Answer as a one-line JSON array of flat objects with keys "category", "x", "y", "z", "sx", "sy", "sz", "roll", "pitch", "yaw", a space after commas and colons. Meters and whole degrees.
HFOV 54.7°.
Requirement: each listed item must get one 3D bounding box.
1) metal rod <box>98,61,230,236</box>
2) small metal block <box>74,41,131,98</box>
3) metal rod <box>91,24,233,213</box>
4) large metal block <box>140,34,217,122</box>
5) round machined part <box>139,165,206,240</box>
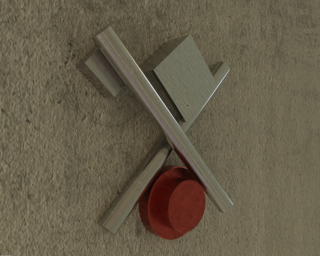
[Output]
[{"category": "metal rod", "x": 0.019, "y": 0.011, "z": 0.426, "sx": 0.025, "sy": 0.025, "sz": 0.301, "roll": 53, "pitch": 59, "yaw": -28}, {"category": "small metal block", "x": -0.060, "y": -0.070, "z": 0.358, "sx": 0.050, "sy": 0.025, "sz": 0.050, "roll": 51, "pitch": 60, "yaw": -28}, {"category": "metal rod", "x": 0.017, "y": 0.007, "z": 0.390, "sx": 0.025, "sy": 0.025, "sz": 0.300, "roll": -51, "pitch": 120, "yaw": -28}, {"category": "large metal block", "x": 0.020, "y": -0.064, "z": 0.410, "sx": 0.080, "sy": 0.050, "sz": 0.080, "roll": -49, "pitch": 120, "yaw": -29}, {"category": "round machined part", "x": 0.024, "y": 0.101, "z": 0.417, "sx": 0.099, "sy": 0.042, "sz": 0.097, "roll": 0, "pitch": 90, "yaw": -40}]
